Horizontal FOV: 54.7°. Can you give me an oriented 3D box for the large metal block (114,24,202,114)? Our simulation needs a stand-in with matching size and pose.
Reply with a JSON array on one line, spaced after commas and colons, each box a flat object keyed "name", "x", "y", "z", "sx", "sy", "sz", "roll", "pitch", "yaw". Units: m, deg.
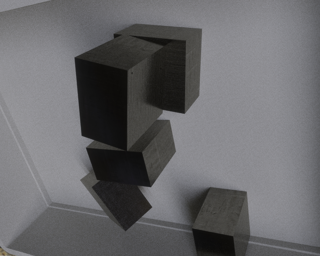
[{"name": "large metal block", "x": 0.000, "y": -0.069, "z": 0.349, "sx": 0.080, "sy": 0.050, "sz": 0.079, "roll": 12, "pitch": 123, "yaw": 21}]

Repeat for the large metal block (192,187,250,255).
[{"name": "large metal block", "x": 0.085, "y": 0.138, "z": 0.413, "sx": 0.050, "sy": 0.080, "sz": 0.079, "roll": 2, "pitch": 120, "yaw": 27}]

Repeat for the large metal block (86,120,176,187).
[{"name": "large metal block", "x": -0.035, "y": 0.029, "z": 0.408, "sx": 0.080, "sy": 0.080, "sz": 0.050, "roll": 2, "pitch": 119, "yaw": 27}]

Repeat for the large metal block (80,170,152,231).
[{"name": "large metal block", "x": -0.068, "y": 0.098, "z": 0.465, "sx": 0.080, "sy": 0.050, "sz": 0.080, "roll": 57, "pitch": 158, "yaw": -13}]

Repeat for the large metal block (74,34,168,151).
[{"name": "large metal block", "x": -0.034, "y": -0.038, "z": 0.302, "sx": 0.050, "sy": 0.080, "sz": 0.079, "roll": 17, "pitch": 125, "yaw": 18}]
